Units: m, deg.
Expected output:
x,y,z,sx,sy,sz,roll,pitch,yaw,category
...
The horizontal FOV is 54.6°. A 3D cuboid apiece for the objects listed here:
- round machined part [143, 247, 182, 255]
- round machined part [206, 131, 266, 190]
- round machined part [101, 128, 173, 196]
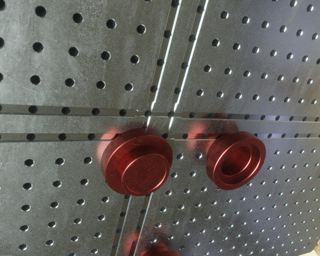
x,y,z,sx,sy,sz,roll,pitch,yaw,category
-0.003,0.254,0.555,0.099,0.042,0.097,-14,124,-21,round machined part
0.115,0.047,0.491,0.099,0.042,0.097,-14,124,-21,round machined part
-0.026,0.052,0.418,0.099,0.042,0.097,-14,124,-21,round machined part
